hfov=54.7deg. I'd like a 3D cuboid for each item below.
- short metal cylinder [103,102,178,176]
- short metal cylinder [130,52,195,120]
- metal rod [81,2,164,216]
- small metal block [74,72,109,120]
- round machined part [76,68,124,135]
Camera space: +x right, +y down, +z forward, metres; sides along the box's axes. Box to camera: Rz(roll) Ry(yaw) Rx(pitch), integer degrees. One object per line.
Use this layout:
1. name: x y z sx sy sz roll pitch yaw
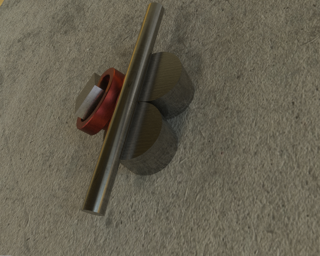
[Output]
1. short metal cylinder: -0.024 0.014 0.393 0.080 0.050 0.080 -13 55 20
2. short metal cylinder: 0.001 -0.057 0.424 0.080 0.050 0.080 -13 56 21
3. metal rod: -0.038 -0.043 0.388 0.025 0.025 0.300 -1 61 28
4. small metal block: -0.093 -0.042 0.428 0.050 0.025 0.050 -51 27 16
5. round machined part: -0.074 -0.032 0.437 0.098 0.042 0.098 -42 31 33
